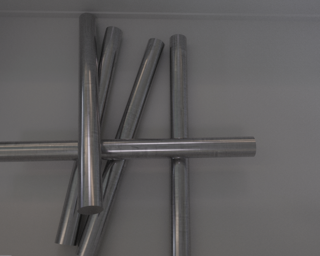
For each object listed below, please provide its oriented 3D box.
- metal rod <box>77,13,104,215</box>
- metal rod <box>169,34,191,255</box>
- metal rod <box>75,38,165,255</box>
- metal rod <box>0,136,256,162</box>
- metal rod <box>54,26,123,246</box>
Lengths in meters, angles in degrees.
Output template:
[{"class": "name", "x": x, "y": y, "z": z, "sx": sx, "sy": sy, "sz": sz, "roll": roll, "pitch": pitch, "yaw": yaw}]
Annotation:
[{"class": "metal rod", "x": -0.089, "y": -0.042, "z": 0.386, "sx": 0.025, "sy": 0.025, "sz": 0.299, "roll": -8, "pitch": 56, "yaw": -3}, {"class": "metal rod", "x": 0.025, "y": 0.009, "z": 0.406, "sx": 0.025, "sy": 0.025, "sz": 0.299, "roll": 1, "pitch": 70, "yaw": 0}, {"class": "metal rod", "x": -0.045, "y": 0.012, "z": 0.404, "sx": 0.025, "sy": 0.025, "sz": 0.299, "roll": 15, "pitch": 70, "yaw": 5}, {"class": "metal rod", "x": -0.039, "y": 0.025, "z": 0.372, "sx": 0.302, "sy": 0.025, "sz": 0.025, "roll": -1, "pitch": 70, "yaw": -1}, {"class": "metal rod", "x": -0.089, "y": -0.004, "z": 0.410, "sx": 0.025, "sy": 0.025, "sz": 0.299, "roll": 8, "pitch": 70, "yaw": 3}]
